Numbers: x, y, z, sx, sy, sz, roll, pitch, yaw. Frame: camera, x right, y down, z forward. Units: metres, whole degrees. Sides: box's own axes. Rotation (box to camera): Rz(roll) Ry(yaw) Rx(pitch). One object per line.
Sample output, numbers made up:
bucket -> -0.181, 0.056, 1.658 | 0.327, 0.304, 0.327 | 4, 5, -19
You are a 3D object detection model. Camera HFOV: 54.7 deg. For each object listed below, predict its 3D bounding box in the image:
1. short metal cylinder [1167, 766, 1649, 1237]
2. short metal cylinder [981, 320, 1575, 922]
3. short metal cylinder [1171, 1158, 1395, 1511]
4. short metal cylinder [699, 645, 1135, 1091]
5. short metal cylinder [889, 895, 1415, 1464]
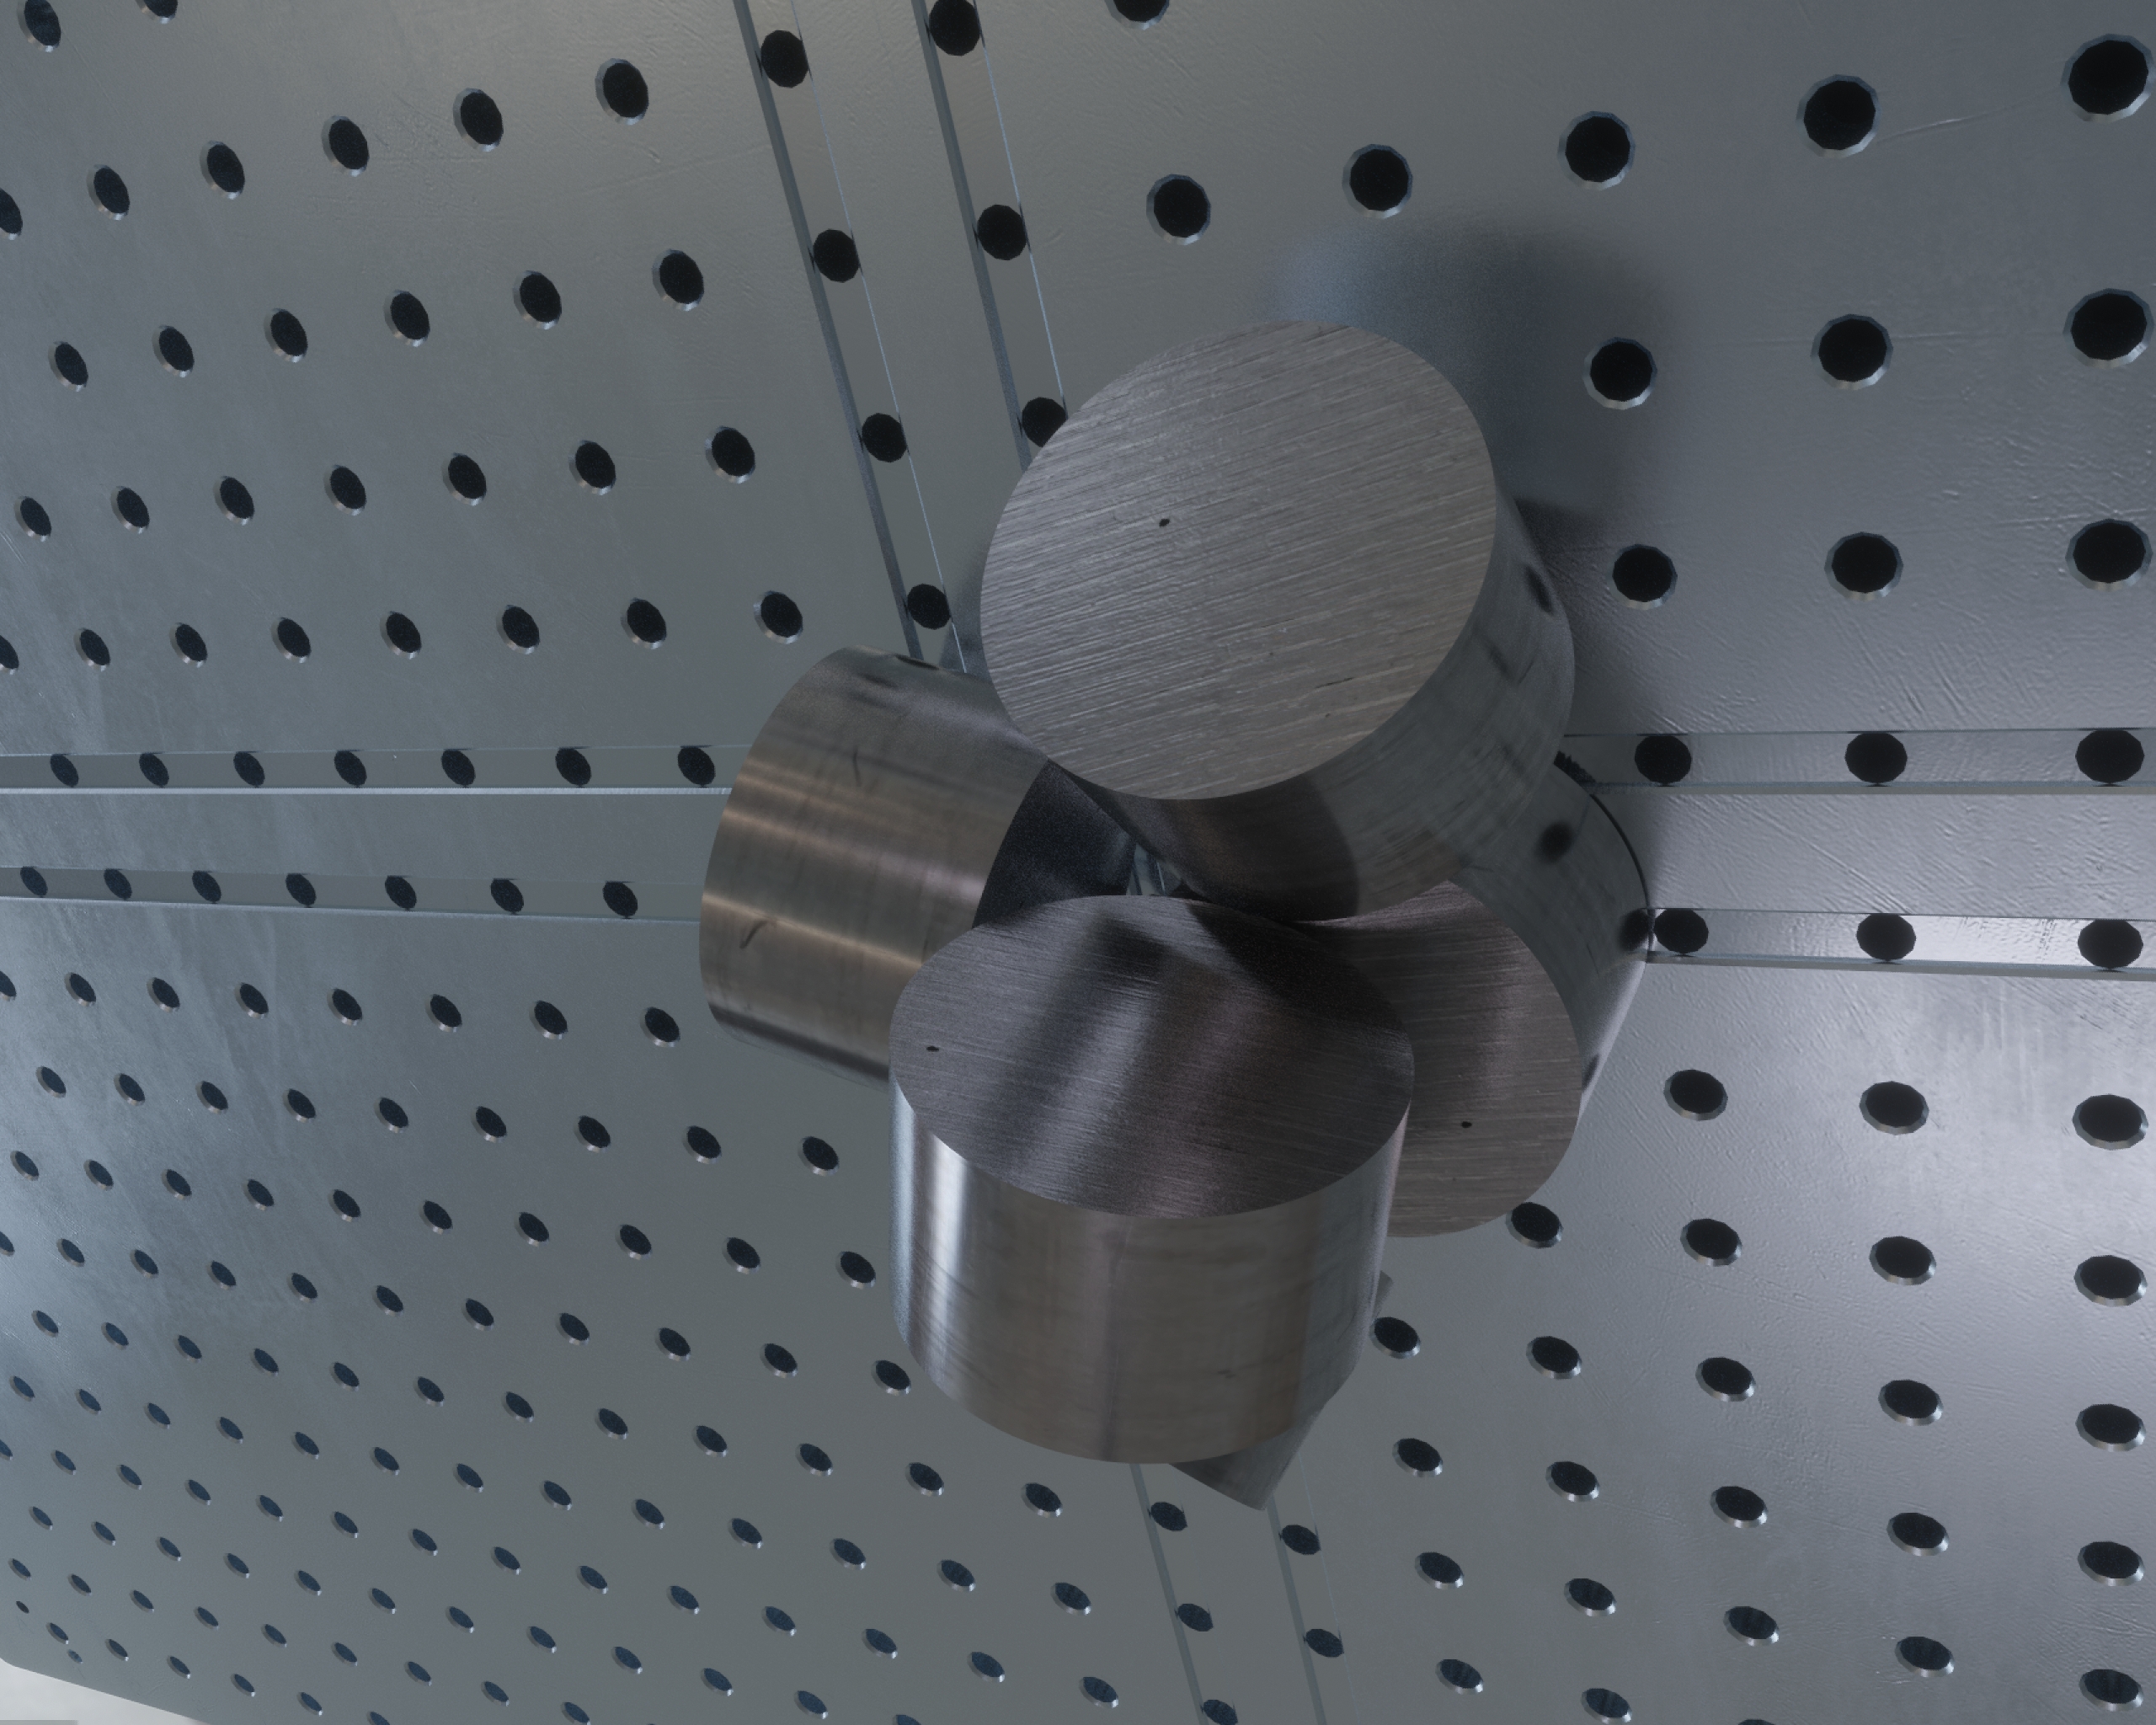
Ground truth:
short metal cylinder -> 0.057, 0.020, 0.376 | 0.080, 0.050, 0.079 | 13, 123, 21
short metal cylinder -> 0.032, -0.037, 0.327 | 0.080, 0.080, 0.050 | 2, 159, 27
short metal cylinder -> 0.015, 0.084, 0.412 | 0.080, 0.050, 0.080 | 31, 171, 6
short metal cylinder -> -0.027, 0.004, 0.392 | 0.050, 0.080, 0.079 | 17, 125, 18
short metal cylinder -> 0.010, 0.048, 0.334 | 0.080, 0.080, 0.050 | 16, 125, 19
